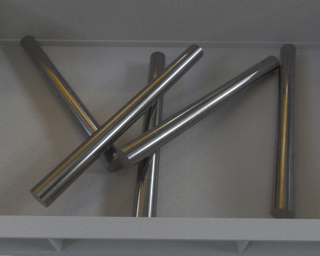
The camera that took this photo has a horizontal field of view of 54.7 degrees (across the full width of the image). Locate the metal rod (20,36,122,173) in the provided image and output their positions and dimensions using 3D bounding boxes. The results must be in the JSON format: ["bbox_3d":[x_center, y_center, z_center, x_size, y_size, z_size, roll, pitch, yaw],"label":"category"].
[{"bbox_3d":[-0.137,-0.050,0.446,0.025,0.025,0.300,-28,56,-22],"label":"metal rod"}]

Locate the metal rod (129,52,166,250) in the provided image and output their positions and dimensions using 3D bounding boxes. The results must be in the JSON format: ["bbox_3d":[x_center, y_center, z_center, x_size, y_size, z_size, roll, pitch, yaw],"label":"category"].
[{"bbox_3d":[-0.011,0.002,0.403,0.025,0.025,0.300,2,50,2],"label":"metal rod"}]

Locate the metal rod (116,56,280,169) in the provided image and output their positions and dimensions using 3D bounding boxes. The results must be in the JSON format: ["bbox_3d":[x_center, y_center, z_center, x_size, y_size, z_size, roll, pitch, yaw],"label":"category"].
[{"bbox_3d":[0.070,-0.035,0.415,0.302,0.025,0.025,-32,57,-31],"label":"metal rod"}]

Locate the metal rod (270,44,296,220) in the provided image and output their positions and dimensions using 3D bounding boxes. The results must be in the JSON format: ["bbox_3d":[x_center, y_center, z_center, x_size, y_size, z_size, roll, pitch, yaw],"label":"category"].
[{"bbox_3d":[0.171,-0.019,0.421,0.025,0.025,0.300,12,51,10],"label":"metal rod"}]

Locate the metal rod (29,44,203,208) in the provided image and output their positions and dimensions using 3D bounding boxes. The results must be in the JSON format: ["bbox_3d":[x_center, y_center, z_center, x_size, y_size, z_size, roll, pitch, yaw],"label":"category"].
[{"bbox_3d":[-0.034,-0.022,0.389,0.025,0.025,0.301,29,56,22],"label":"metal rod"}]
